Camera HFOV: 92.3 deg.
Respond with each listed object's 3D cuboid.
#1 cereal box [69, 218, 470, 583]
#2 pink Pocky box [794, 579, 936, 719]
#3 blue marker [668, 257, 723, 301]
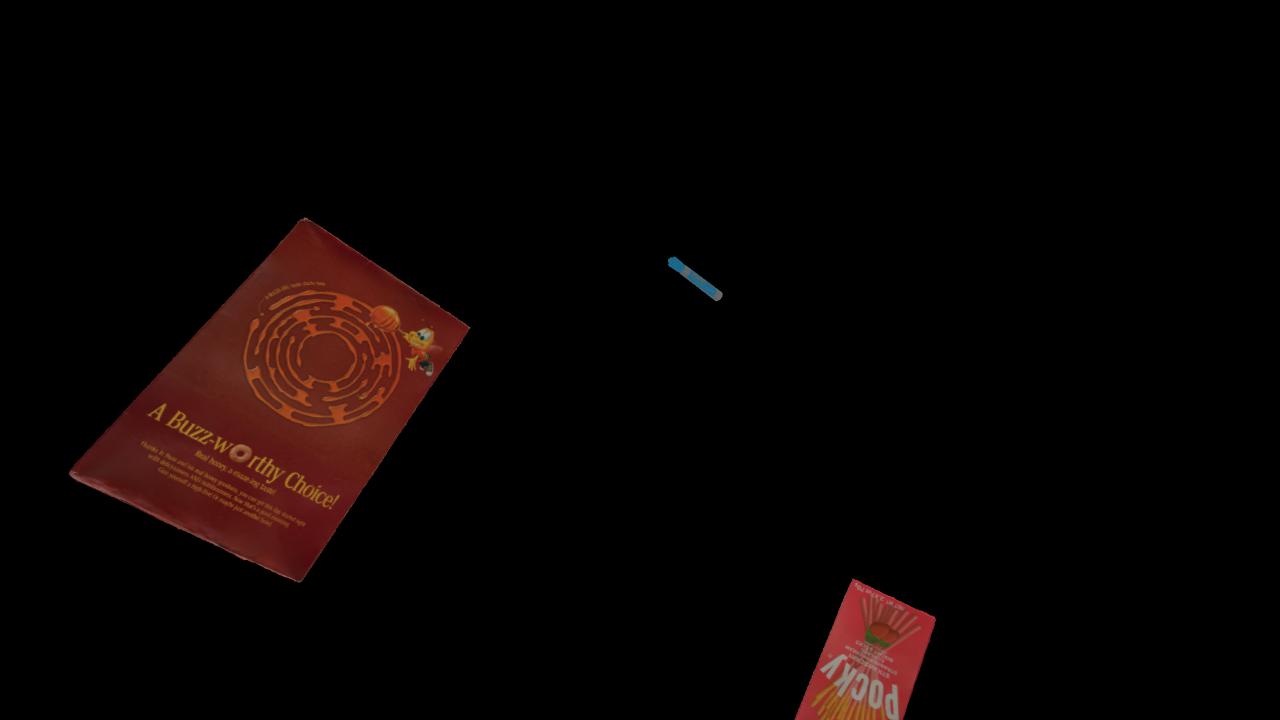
[{"bbox_3d":[-0.339,0.034,0.617,0.203,0.306,0.081,35,-30,-19],"label":"cereal box"},{"bbox_3d":[0.215,0.298,0.586,0.084,0.155,0.029,21,-29,28],"label":"pink Pocky box"},{"bbox_3d":[0.092,-0.135,1.025,0.121,0.020,0.020,32,-18,-32],"label":"blue marker"}]
